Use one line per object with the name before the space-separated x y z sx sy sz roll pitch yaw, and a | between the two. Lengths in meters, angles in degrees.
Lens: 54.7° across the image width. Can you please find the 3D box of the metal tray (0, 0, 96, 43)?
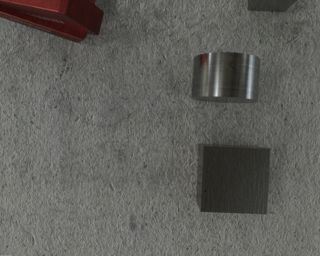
metal tray | -0.148 -0.170 0.381 0.131 0.030 0.090 14 90 -24

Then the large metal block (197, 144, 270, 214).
large metal block | 0.091 0.063 0.398 0.081 0.050 0.080 2 90 0

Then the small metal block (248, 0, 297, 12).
small metal block | 0.146 -0.172 0.399 0.050 0.050 0.025 3 90 0

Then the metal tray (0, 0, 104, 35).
metal tray | -0.144 -0.146 0.362 0.130 0.090 0.030 15 95 12

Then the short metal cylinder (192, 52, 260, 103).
short metal cylinder | 0.081 -0.059 0.383 0.080 0.080 0.050 4 90 0
